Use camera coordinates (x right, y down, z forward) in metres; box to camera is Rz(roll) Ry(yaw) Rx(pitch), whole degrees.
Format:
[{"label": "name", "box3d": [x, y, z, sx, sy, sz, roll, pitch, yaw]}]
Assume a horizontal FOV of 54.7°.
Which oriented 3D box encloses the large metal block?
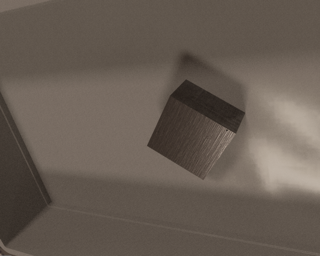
[{"label": "large metal block", "box3d": [0.042, 0.002, 0.371, 0.080, 0.050, 0.079, 31, 128, 7]}]
